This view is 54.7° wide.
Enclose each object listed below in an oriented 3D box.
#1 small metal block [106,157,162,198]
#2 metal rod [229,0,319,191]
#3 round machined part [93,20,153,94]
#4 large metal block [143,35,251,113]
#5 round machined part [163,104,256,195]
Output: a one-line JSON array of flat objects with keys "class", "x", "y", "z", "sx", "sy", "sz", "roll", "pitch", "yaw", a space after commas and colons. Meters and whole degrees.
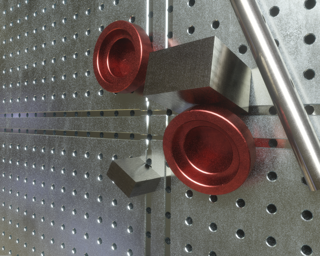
[{"class": "small metal block", "x": -0.035, "y": 0.065, "z": 0.422, "sx": 0.050, "sy": 0.050, "sz": 0.025, "roll": 37, "pitch": 113, "yaw": 34}, {"class": "metal rod", "x": 0.107, "y": -0.084, "z": 0.320, "sx": 0.025, "sy": 0.025, "sz": 0.299, "roll": -28, "pitch": 73, "yaw": 36}, {"class": "round machined part", "x": -0.047, "y": -0.097, "z": 0.437, "sx": 0.098, "sy": 0.042, "sz": 0.097, "roll": 0, "pitch": 90, "yaw": 40}, {"class": "large metal block", "x": 0.042, "y": -0.049, "z": 0.333, "sx": 0.080, "sy": 0.080, "sz": 0.050, "roll": -3, "pitch": 73, "yaw": 40}, {"class": "round machined part", "x": 0.056, "y": 0.020, "z": 0.338, "sx": 0.098, "sy": 0.042, "sz": 0.097, "roll": 13, "pitch": 117, "yaw": 27}]
